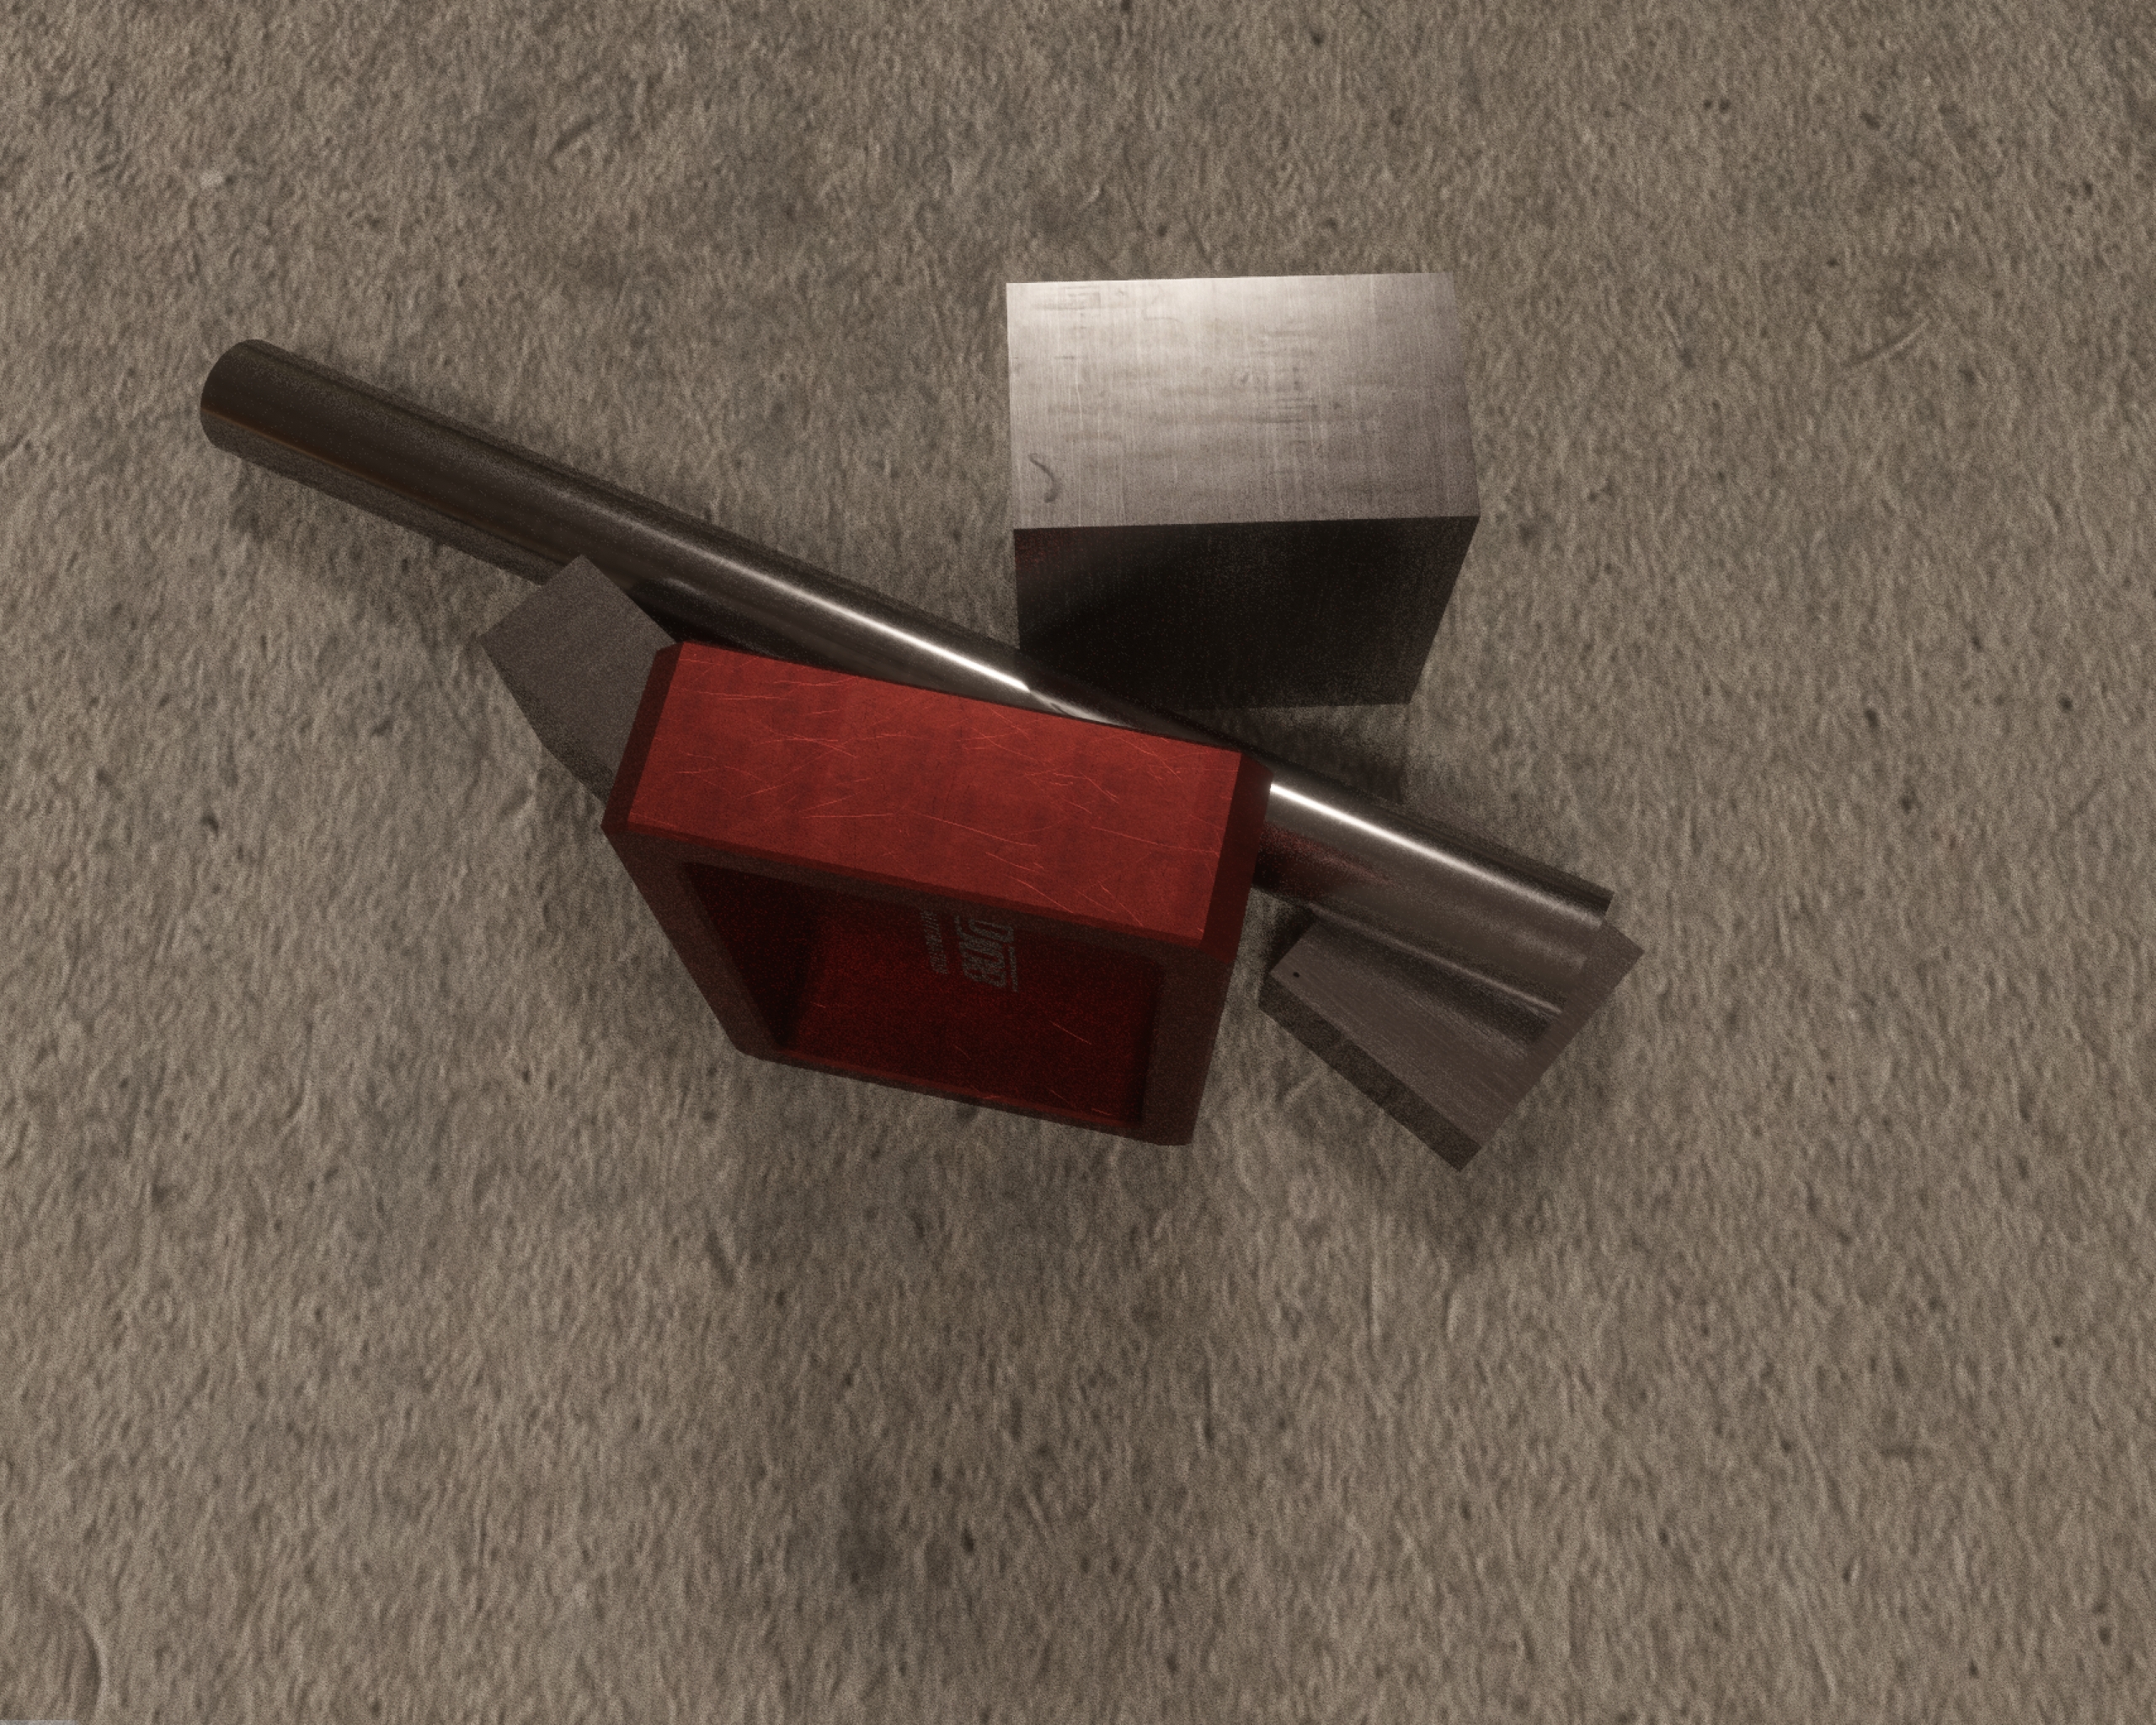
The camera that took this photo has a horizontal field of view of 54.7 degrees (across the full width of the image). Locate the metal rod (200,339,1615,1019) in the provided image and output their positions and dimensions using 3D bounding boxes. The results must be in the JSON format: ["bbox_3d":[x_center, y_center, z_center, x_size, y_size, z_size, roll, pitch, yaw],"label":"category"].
[{"bbox_3d":[-0.043,-0.041,0.409,0.301,0.025,0.025,23,72,13],"label":"metal rod"}]

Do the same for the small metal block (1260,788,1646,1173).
[{"bbox_3d":[0.071,0.023,0.402,0.050,0.025,0.050,40,74,13],"label":"small metal block"}]

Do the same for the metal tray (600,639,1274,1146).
[{"bbox_3d":[-0.020,0.011,0.349,0.090,0.130,0.030,12,71,4],"label":"metal tray"}]

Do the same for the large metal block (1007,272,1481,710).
[{"bbox_3d":[0.028,-0.068,0.404,0.081,0.080,0.050,-2,70,-1],"label":"large metal block"}]

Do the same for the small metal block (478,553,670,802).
[{"bbox_3d":[-0.083,-0.025,0.403,0.050,0.050,0.025,43,75,13],"label":"small metal block"}]
